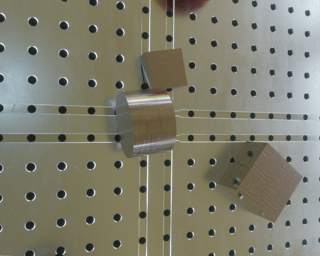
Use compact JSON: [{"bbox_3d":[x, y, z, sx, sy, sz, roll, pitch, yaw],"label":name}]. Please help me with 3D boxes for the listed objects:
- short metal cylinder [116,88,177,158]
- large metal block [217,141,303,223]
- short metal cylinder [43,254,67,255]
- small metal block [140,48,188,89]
[{"bbox_3d":[-0.019,-0.007,0.376,0.050,0.080,0.079,-8,93,-20],"label":"short metal cylinder"},{"bbox_3d":[0.146,0.076,0.453,0.080,0.050,0.080,41,77,-16],"label":"large metal block"},{"bbox_3d":[-0.125,0.194,0.354,0.081,0.050,0.079,0,90,-20],"label":"short metal cylinder"},{"bbox_3d":[0.005,-0.077,0.414,0.050,0.025,0.050,-11,94,-20],"label":"small metal block"}]
